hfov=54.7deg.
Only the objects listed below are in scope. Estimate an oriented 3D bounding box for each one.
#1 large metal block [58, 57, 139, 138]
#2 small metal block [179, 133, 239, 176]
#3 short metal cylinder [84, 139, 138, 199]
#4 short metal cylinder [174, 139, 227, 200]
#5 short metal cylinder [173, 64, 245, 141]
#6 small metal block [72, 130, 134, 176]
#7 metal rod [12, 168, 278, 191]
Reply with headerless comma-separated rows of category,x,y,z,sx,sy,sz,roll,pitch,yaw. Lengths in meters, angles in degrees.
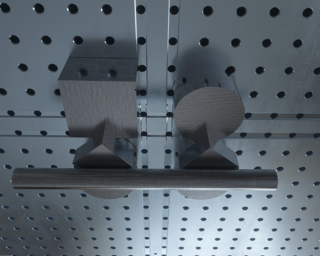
large metal block,-0.066,-0.034,0.364,0.081,0.050,0.079,1,130,-1
small metal block,0.060,0.041,0.381,0.050,0.025,0.050,33,123,-25
short metal cylinder,-0.073,0.057,0.442,0.081,0.050,0.079,0,130,0
short metal cylinder,0.061,0.059,0.446,0.081,0.050,0.079,0,130,0
short metal cylinder,0.056,-0.029,0.371,0.081,0.050,0.079,0,130,0
small metal block,-0.068,0.037,0.377,0.050,0.025,0.050,-33,123,24
metal rod,-0.016,0.060,0.363,0.302,0.025,0.025,1,130,-1
